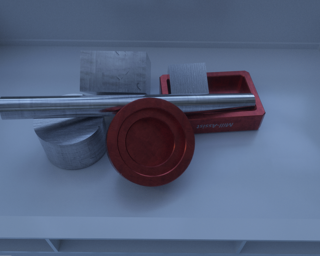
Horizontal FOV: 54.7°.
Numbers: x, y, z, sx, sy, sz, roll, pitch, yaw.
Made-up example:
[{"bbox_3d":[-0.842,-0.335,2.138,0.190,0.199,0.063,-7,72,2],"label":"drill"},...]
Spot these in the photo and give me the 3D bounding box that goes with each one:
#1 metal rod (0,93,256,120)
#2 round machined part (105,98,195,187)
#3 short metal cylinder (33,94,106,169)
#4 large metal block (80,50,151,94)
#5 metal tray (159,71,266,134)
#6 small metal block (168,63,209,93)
[{"bbox_3d":[-0.023,-0.028,0.372,0.303,0.025,0.025,-3,49,-17],"label":"metal rod"},{"bbox_3d":[-0.013,0.017,0.357,0.099,0.042,0.097,2,83,-15],"label":"round machined part"},{"bbox_3d":[-0.107,0.004,0.381,0.081,0.050,0.080,0,50,0],"label":"short metal cylinder"},{"bbox_3d":[-0.056,-0.070,0.416,0.080,0.080,0.050,2,92,2],"label":"large metal block"},{"bbox_3d":[0.068,-0.037,0.431,0.131,0.030,0.090,-3,50,-4],"label":"metal tray"},{"bbox_3d":[0.038,-0.061,0.427,0.050,0.025,0.050,-4,76,-3],"label":"small metal block"}]
